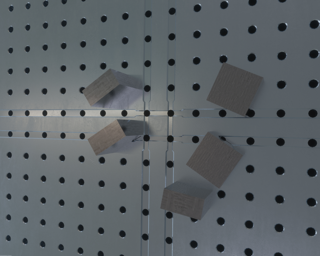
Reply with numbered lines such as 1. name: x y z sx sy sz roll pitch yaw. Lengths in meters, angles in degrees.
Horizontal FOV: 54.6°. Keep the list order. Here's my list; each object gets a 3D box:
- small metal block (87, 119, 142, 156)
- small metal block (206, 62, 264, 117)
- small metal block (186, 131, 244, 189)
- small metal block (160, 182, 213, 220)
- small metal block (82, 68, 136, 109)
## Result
1. small metal block: -0.060 0.012 0.421 0.050 0.050 0.025 -33 79 17
2. small metal block: 0.092 -0.046 0.380 0.050 0.025 0.050 26 99 18
3. small metal block: 0.069 0.039 0.388 0.050 0.025 0.050 35 101 16
4. small metal block: 0.034 0.089 0.387 0.050 0.050 0.025 12 94 19
5. small metal block: -0.068 -0.052 0.424 0.050 0.050 0.025 -35 79 17
